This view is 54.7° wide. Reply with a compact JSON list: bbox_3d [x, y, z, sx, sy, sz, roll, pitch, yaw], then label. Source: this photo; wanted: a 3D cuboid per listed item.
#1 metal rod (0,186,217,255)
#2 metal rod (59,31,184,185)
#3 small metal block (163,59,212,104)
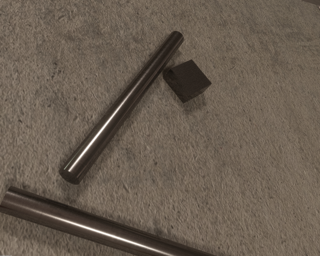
[{"bbox_3d":[-0.010,0.124,0.324,0.302,0.025,0.025,24,53,-14],"label":"metal rod"},{"bbox_3d":[-0.033,-0.049,0.416,0.025,0.025,0.301,36,51,-5],"label":"metal rod"},{"bbox_3d":[0.042,-0.072,0.472,0.050,0.025,0.050,-31,79,-38],"label":"small metal block"}]
